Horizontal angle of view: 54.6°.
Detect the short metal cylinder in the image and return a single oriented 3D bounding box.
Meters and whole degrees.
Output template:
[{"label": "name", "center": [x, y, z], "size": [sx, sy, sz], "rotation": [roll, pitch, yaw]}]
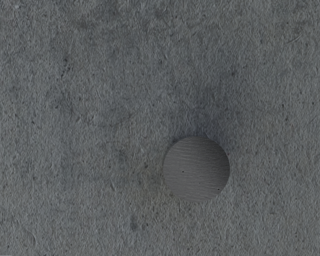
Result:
[{"label": "short metal cylinder", "center": [0.044, 0.050, 0.398], "size": [0.080, 0.050, 0.080], "rotation": [0, 90, 0]}]
